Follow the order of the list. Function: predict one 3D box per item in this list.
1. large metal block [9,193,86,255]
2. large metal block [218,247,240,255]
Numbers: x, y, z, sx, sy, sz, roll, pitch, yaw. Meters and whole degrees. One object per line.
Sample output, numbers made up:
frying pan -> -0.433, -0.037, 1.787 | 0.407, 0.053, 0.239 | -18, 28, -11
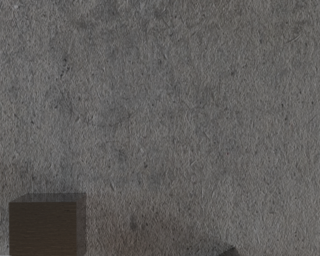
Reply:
large metal block -> -0.140, 0.129, 0.396 | 0.081, 0.050, 0.080 | 0, 90, 0
large metal block -> 0.085, 0.216, 0.398 | 0.080, 0.050, 0.080 | -28, 90, 0
